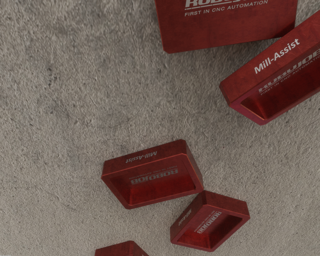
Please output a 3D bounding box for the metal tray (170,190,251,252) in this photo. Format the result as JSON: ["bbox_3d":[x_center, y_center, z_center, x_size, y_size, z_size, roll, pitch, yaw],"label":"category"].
[{"bbox_3d":[0.085,0.169,0.547,0.091,0.030,0.129,19,128,-16],"label":"metal tray"}]

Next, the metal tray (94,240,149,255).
[{"bbox_3d":[-0.066,0.289,0.649,0.090,0.030,0.130,-20,128,16],"label":"metal tray"}]

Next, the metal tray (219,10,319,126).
[{"bbox_3d":[0.141,-0.058,0.333,0.130,0.030,0.090,-36,145,26],"label":"metal tray"}]

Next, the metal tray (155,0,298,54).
[{"bbox_3d":[0.061,-0.127,0.297,0.131,0.030,0.090,-7,130,6],"label":"metal tray"}]

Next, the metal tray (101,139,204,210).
[{"bbox_3d":[-0.010,0.073,0.465,0.130,0.030,0.090,-17,128,13],"label":"metal tray"}]
